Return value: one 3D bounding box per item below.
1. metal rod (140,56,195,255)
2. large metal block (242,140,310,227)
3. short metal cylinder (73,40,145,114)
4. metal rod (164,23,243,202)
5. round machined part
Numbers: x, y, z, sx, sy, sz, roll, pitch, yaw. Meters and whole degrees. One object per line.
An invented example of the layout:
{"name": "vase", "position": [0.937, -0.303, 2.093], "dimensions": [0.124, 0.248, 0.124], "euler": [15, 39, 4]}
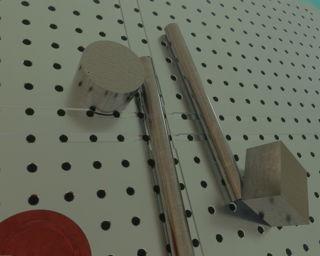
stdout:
{"name": "metal rod", "position": [0.004, 0.034, 0.390], "dimensions": [0.025, 0.025, 0.299], "euler": [3, 60, -27]}
{"name": "large metal block", "position": [0.156, 0.076, 0.415], "dimensions": [0.080, 0.050, 0.080], "euler": [42, 47, -29]}
{"name": "short metal cylinder", "position": [-0.066, -0.064, 0.397], "dimensions": [0.081, 0.050, 0.080], "euler": [14, 56, -21]}
{"name": "metal rod", "position": [0.064, -0.037, 0.466], "dimensions": [0.025, 0.025, 0.299], "euler": [-5, 64, -31]}
{"name": "round machined part", "position": [-0.107, 0.119, 0.267], "dimensions": [0.099, 0.042, 0.098], "euler": [14, 56, -21]}
